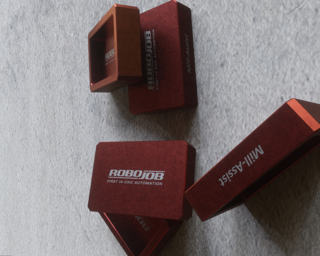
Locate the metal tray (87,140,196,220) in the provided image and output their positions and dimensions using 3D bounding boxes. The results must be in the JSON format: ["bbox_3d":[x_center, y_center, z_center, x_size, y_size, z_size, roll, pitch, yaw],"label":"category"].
[{"bbox_3d":[-0.024,0.063,0.386,0.130,0.030,0.090,-2,73,26],"label":"metal tray"}]

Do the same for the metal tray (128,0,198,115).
[{"bbox_3d":[-0.001,-0.086,0.401,0.090,0.030,0.129,-7,86,39],"label":"metal tray"}]

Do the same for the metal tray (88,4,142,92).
[{"bbox_3d":[-0.065,-0.100,0.419,0.130,0.030,0.089,-2,90,63],"label":"metal tray"}]

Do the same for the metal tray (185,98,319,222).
[{"bbox_3d":[0.094,0.031,0.284,0.129,0.091,0.030,-48,62,29],"label":"metal tray"}]

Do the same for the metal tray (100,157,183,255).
[{"bbox_3d":[-0.038,0.111,0.430,0.130,0.030,0.089,46,117,30],"label":"metal tray"}]
